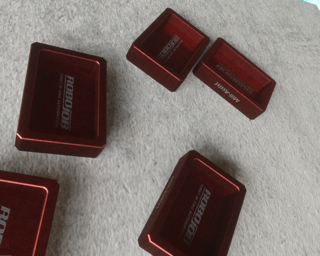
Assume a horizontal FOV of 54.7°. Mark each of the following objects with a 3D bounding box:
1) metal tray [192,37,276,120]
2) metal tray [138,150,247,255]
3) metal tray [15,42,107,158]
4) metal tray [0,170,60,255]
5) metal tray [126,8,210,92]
[{"bbox_3d":[0.128,-0.085,0.523,0.130,0.030,0.090,38,51,-3],"label":"metal tray"},{"bbox_3d":[0.043,0.100,0.364,0.090,0.030,0.130,36,51,-5],"label":"metal tray"},{"bbox_3d":[-0.111,-0.034,0.362,0.091,0.030,0.130,9,58,-24],"label":"metal tray"},{"bbox_3d":[-0.145,0.102,0.260,0.091,0.030,0.130,15,56,-20],"label":"metal tray"},{"bbox_3d":[0.017,-0.126,0.488,0.090,0.030,0.130,36,51,-5],"label":"metal tray"}]
